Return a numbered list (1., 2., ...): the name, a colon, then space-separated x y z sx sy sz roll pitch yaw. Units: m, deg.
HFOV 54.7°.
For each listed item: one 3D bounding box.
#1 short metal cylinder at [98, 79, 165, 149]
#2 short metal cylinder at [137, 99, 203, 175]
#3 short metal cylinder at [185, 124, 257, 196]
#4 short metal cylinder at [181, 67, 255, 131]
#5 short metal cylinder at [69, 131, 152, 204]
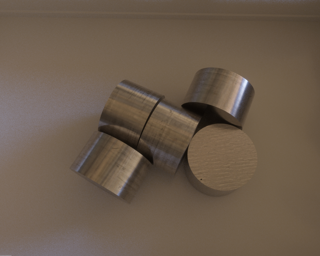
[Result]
1. short metal cylinder: -0.034 -0.013 0.383 0.050 0.080 0.080 24 72 8
2. short metal cylinder: 0.012 0.011 0.375 0.050 0.080 0.080 25 72 8
3. short metal cylinder: 0.072 0.040 0.380 0.081 0.050 0.080 0 70 0
4. short metal cylinder: 0.072 -0.032 0.391 0.080 0.080 0.050 22 72 7
5. short metal cylinder: -0.056 0.047 0.361 0.080 0.080 0.050 28 72 9
